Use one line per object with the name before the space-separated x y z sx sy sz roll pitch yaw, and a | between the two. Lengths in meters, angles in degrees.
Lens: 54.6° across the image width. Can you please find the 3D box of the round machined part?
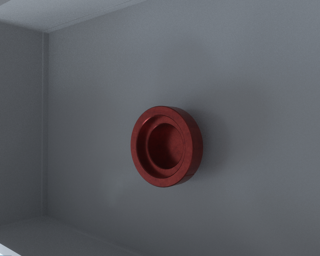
round machined part | 0.013 0.022 0.386 0.098 0.042 0.097 0 90 40
